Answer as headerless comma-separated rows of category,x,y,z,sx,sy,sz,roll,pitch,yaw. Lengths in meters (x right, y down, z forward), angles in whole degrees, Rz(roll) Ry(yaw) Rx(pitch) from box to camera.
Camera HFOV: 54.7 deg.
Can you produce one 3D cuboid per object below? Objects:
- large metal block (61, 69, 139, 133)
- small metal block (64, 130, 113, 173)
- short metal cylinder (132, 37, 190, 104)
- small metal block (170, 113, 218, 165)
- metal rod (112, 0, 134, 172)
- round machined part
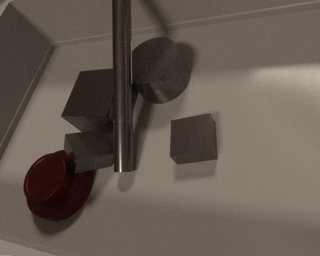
large metal block,-0.085,-0.039,0.457,0.080,0.050,0.080,1,62,28
small metal block,-0.097,0.030,0.418,0.050,0.025,0.050,-7,43,-32
short metal cylinder,-0.003,-0.081,0.440,0.080,0.050,0.080,-13,56,20
small metal block,0.041,0.014,0.375,0.050,0.025,0.050,-10,57,22
metal rod,-0.050,-0.093,0.407,0.025,0.025,0.298,-3,86,26
round machined part,-0.145,0.073,0.424,0.098,0.042,0.098,-13,56,20
